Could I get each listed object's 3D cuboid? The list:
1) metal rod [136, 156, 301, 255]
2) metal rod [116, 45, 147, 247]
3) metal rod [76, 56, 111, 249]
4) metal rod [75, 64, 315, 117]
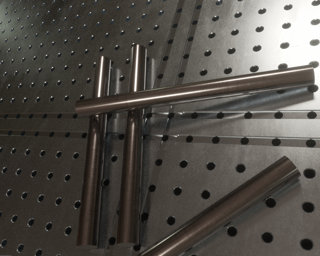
[{"bbox_3d":[0.012,0.125,0.324,0.300,0.025,0.025,-35,52,4],"label":"metal rod"},{"bbox_3d":[-0.035,0.003,0.423,0.025,0.025,0.299,-13,56,21],"label":"metal rod"},{"bbox_3d":[-0.091,0.014,0.445,0.025,0.025,0.299,-15,56,19],"label":"metal rod"},{"bbox_3d":[0.031,-0.044,0.396,0.301,0.025,0.025,-7,59,16],"label":"metal rod"}]
